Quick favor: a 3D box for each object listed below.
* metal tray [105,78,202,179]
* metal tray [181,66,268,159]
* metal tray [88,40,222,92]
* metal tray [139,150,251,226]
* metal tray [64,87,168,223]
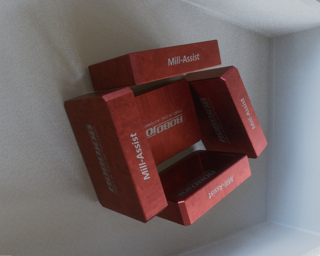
[{"bbox_3d":[-0.008,-0.004,0.395,0.131,0.030,0.089,-25,106,-37],"label":"metal tray"},{"bbox_3d":[0.086,-0.019,0.437,0.030,0.090,0.130,-44,117,-31],"label":"metal tray"},{"bbox_3d":[-0.004,-0.073,0.360,0.131,0.090,0.030,-20,103,-38],"label":"metal tray"},{"bbox_3d":[0.044,0.070,0.401,0.131,0.090,0.030,-26,107,-37],"label":"metal tray"},{"bbox_3d":[-0.048,0.027,0.323,0.030,0.090,0.129,-27,107,-37],"label":"metal tray"}]
